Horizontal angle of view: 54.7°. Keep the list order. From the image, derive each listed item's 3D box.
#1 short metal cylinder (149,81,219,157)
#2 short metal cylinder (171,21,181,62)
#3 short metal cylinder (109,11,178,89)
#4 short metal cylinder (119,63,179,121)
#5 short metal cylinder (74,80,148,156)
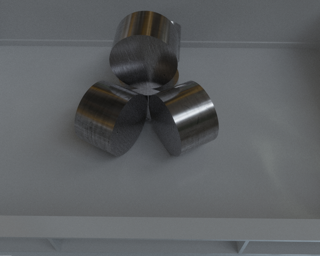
[{"bbox_3d":[0.027,-0.012,0.377,0.050,0.080,0.080,-23,54,-17],"label":"short metal cylinder"},{"bbox_3d":[-0.009,-0.128,0.466,0.080,0.080,0.050,3,93,2],"label":"short metal cylinder"},{"bbox_3d":[-0.018,-0.094,0.381,0.080,0.080,0.050,2,50,2],"label":"short metal cylinder"},{"bbox_3d":[-0.015,-0.056,0.432,0.080,0.050,0.080,0,50,0],"label":"short metal cylinder"},{"bbox_3d":[-0.057,-0.012,0.377,0.050,0.080,0.080,23,54,18],"label":"short metal cylinder"}]
